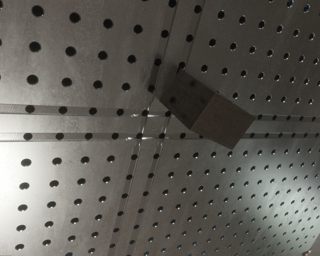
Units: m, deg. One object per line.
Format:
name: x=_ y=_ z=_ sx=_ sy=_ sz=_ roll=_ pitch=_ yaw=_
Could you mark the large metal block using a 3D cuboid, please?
large metal block: x=0.059 y=-0.024 z=0.395 sx=0.080 sy=0.080 sz=0.050 roll=24 pitch=105 yaw=-37
